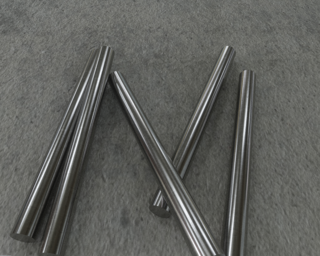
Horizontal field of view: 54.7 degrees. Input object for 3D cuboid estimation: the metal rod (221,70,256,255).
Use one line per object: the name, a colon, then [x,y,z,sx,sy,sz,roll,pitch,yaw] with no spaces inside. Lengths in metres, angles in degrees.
metal rod: [0.098,0.033,0.376,0.025,0.025,0.300,11,51,8]

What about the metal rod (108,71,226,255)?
metal rod: [-0.012,0.019,0.362,0.025,0.025,0.300,-17,45,-14]

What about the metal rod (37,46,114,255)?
metal rod: [-0.094,0.004,0.387,0.025,0.025,0.300,4,53,2]

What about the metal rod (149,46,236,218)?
metal rod: [0.056,-0.017,0.418,0.025,0.025,0.301,17,52,14]

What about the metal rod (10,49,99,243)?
metal rod: [-0.118,-0.004,0.404,0.025,0.025,0.300,6,50,4]
